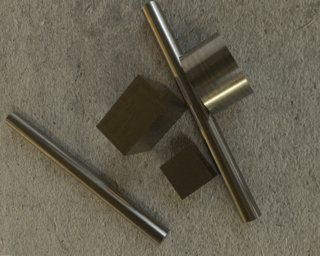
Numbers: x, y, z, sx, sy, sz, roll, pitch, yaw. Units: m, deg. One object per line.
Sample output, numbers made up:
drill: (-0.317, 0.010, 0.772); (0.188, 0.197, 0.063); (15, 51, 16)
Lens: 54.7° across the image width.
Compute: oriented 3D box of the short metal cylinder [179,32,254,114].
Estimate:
short metal cylinder: (0.065, -0.062, 0.357); (0.050, 0.080, 0.080); (-31, 80, 17)

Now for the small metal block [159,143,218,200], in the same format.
small metal block: (0.037, 0.055, 0.396); (0.050, 0.025, 0.050); (-39, 78, 16)

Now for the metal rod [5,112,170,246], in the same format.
metal rod: (-0.114, 0.065, 0.449); (0.300, 0.025, 0.025); (34, 101, 16)

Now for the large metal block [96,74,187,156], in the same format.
large metal block: (-0.018, -0.014, 0.386); (0.050, 0.080, 0.080); (44, 104, 14)

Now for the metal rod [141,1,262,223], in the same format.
metal rod: (0.048, -0.027, 0.391); (0.025, 0.025, 0.299); (-27, 81, 18)
